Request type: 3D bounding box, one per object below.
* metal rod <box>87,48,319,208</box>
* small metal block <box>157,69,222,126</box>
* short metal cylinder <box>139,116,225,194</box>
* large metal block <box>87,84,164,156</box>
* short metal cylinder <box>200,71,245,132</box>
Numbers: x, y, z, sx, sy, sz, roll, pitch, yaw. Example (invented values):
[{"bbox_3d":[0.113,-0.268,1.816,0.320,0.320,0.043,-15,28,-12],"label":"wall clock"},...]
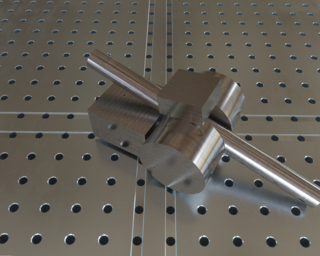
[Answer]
[{"bbox_3d":[0.046,-0.004,0.355,0.301,0.025,0.025,33,56,6],"label":"metal rod"},{"bbox_3d":[0.032,-0.034,0.329,0.050,0.025,0.050,18,52,25],"label":"small metal block"},{"bbox_3d":[0.024,0.028,0.344,0.080,0.080,0.050,24,54,18],"label":"short metal cylinder"},{"bbox_3d":[-0.032,-0.018,0.398,0.080,0.050,0.080,23,54,18],"label":"large metal block"},{"bbox_3d":[0.059,-0.024,0.389,0.080,0.080,0.050,22,54,17],"label":"short metal cylinder"}]
